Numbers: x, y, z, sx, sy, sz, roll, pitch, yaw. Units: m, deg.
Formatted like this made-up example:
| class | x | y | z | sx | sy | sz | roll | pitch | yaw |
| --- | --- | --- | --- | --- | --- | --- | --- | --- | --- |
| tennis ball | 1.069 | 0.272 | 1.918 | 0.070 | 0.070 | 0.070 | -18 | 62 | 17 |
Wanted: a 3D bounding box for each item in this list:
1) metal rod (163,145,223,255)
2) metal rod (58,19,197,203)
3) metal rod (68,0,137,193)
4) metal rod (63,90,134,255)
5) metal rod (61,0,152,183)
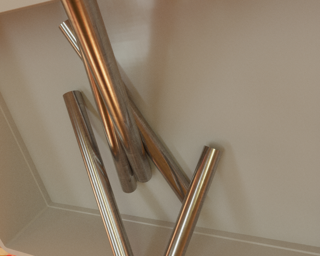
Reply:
| class | x | y | z | sx | sy | sz | roll | pitch | yaw |
| --- | --- | --- | --- | --- | --- | --- | --- | --- | --- |
| metal rod | 0.016 | 0.166 | 0.390 | 0.025 | 0.025 | 0.299 | 20 | 89 | 16 |
| metal rod | -0.034 | -0.010 | 0.418 | 0.025 | 0.025 | 0.299 | -25 | 106 | 36 |
| metal rod | -0.060 | -0.008 | 0.382 | 0.025 | 0.025 | 0.298 | 16 | 141 | 19 |
| metal rod | -0.077 | 0.090 | 0.424 | 0.025 | 0.025 | 0.299 | -26 | 79 | 36 |
| metal rod | -0.042 | -0.014 | 0.343 | 0.025 | 0.025 | 0.299 | 16 | 149 | 19 |
